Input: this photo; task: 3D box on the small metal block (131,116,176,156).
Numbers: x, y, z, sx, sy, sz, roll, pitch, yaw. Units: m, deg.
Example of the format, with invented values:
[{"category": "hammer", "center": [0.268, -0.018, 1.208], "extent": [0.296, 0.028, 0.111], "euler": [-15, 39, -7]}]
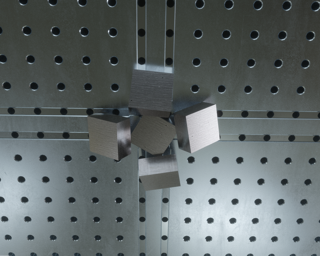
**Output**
[{"category": "small metal block", "center": [-0.009, 0.005, 0.415], "extent": [0.050, 0.025, 0.050], "euler": [30, 107, -11]}]

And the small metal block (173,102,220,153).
[{"category": "small metal block", "center": [0.048, -0.002, 0.401], "extent": [0.050, 0.025, 0.050], "euler": [-22, 113, -30]}]

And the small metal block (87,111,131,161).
[{"category": "small metal block", "center": [-0.066, 0.009, 0.404], "extent": [0.050, 0.025, 0.050], "euler": [13, 114, 32]}]

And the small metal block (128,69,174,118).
[{"category": "small metal block", "center": [-0.011, -0.042, 0.384], "extent": [0.050, 0.025, 0.050], "euler": [6, 74, -3]}]

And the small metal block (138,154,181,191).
[{"category": "small metal block", "center": [0.000, 0.062, 0.423], "extent": [0.050, 0.025, 0.050], "euler": [-8, 146, 3]}]
